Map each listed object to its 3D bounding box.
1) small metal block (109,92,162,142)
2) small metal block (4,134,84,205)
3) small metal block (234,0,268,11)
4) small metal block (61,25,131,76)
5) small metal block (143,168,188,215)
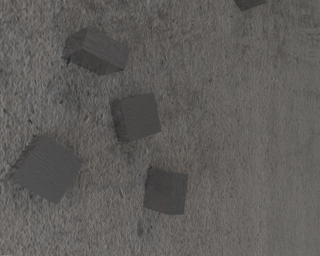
[{"bbox_3d":[-0.029,-0.014,0.380,0.050,0.025,0.050,-18,102,-38],"label":"small metal block"},{"bbox_3d":[-0.114,0.041,0.309,0.050,0.025,0.050,42,65,-32],"label":"small metal block"},{"bbox_3d":[0.160,-0.230,0.522,0.025,0.050,0.050,42,65,-32],"label":"small metal block"},{"bbox_3d":[-0.069,-0.080,0.330,0.050,0.050,0.025,22,77,-38],"label":"small metal block"},{"bbox_3d":[0.006,0.080,0.394,0.025,0.050,0.050,12,83,-40],"label":"small metal block"}]
